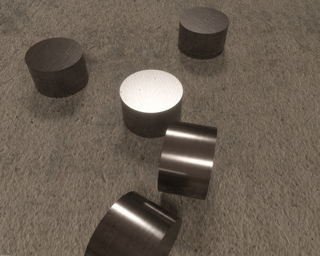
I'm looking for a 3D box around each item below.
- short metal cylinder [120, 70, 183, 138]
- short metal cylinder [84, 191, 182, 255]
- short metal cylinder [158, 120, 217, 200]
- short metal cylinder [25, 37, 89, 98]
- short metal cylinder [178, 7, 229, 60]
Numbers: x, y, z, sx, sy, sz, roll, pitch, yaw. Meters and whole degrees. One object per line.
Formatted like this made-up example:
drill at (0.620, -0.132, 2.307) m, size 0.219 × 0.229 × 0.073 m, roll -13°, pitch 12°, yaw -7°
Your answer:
short metal cylinder at (-0.011, -0.033, 0.415) m, size 0.081 × 0.050 × 0.080 m, roll 0°, pitch 50°, yaw 0°
short metal cylinder at (-0.022, 0.105, 0.279) m, size 0.050 × 0.080 × 0.080 m, roll 26°, pitch 55°, yaw 20°
short metal cylinder at (0.031, 0.034, 0.339) m, size 0.050 × 0.080 × 0.080 m, roll 10°, pitch 51°, yaw 8°
short metal cylinder at (-0.151, -0.090, 0.461) m, size 0.081 × 0.050 × 0.080 m, roll 0°, pitch 50°, yaw 0°
short metal cylinder at (0.072, -0.160, 0.523) m, size 0.081 × 0.050 × 0.080 m, roll 0°, pitch 50°, yaw 0°
